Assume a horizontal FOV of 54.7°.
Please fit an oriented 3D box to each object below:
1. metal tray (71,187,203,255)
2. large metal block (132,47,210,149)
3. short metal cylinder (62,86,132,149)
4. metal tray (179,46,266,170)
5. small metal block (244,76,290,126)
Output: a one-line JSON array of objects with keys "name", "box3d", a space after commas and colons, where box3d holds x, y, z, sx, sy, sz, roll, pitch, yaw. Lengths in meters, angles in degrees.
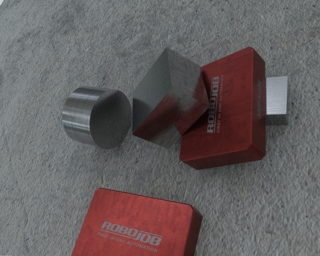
[{"name": "metal tray", "box3d": [-0.027, 0.121, 0.340, 0.130, 0.030, 0.090, 3, 63, 29]}, {"name": "large metal block", "box3d": [0.009, -0.036, 0.374, 0.080, 0.050, 0.080, -48, 31, 34]}, {"name": "short metal cylinder", "box3d": [-0.084, -0.015, 0.422, 0.050, 0.080, 0.080, 11, 67, 33]}, {"name": "metal tray", "box3d": [0.073, -0.022, 0.359, 0.090, 0.030, 0.130, -17, 53, 41]}, {"name": "small metal block", "box3d": [0.122, -0.031, 0.359, 0.050, 0.025, 0.050, -1, 61, 27]}]
